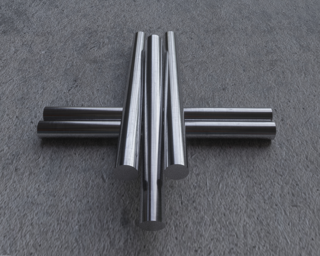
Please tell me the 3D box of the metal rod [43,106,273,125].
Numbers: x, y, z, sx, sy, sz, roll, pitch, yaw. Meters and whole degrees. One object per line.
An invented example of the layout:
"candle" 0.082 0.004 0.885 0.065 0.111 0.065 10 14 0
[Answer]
"metal rod" -0.002 -0.016 0.419 0.302 0.025 0.025 0 50 -1

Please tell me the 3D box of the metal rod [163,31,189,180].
"metal rod" 0.017 -0.056 0.424 0.025 0.025 0.300 0 42 0

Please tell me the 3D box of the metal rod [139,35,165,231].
"metal rod" -0.008 -0.022 0.389 0.025 0.025 0.300 0 50 -1

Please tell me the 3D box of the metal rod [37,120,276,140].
"metal rod" -0.004 0.003 0.403 0.302 0.025 0.025 0 50 -1

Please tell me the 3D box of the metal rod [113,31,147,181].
"metal rod" -0.034 -0.055 0.423 0.025 0.025 0.300 0 42 0
